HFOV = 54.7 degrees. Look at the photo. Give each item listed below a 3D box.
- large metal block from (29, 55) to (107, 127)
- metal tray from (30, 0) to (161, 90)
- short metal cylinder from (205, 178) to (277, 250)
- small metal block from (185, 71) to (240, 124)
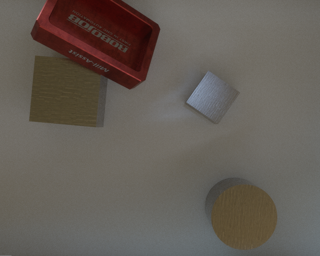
[{"bbox_3d":[-0.114,-0.044,0.397,0.081,0.050,0.079,5,90,-1],"label":"large metal block"},{"bbox_3d":[-0.069,-0.114,0.365,0.131,0.030,0.090,26,63,-25],"label":"metal tray"},{"bbox_3d":[0.102,0.108,0.400,0.081,0.050,0.079,0,90,-1],"label":"short metal cylinder"},{"bbox_3d":[0.069,-0.040,0.412,0.050,0.025,0.050,35,90,-1],"label":"small metal block"}]
